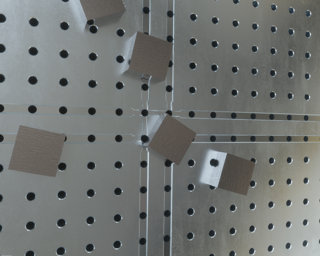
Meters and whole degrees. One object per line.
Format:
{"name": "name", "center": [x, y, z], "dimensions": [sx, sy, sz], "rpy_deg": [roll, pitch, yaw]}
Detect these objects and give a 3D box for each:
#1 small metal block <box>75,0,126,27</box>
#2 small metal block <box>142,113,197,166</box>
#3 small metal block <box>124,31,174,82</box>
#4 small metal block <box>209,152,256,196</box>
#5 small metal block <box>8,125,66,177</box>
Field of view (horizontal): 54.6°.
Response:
{"name": "small metal block", "center": [-0.077, -0.160, 0.384], "dimensions": [0.050, 0.025, 0.050], "rpy_deg": [-23, 98, -19]}
{"name": "small metal block", "center": [0.013, 0.015, 0.417], "dimensions": [0.050, 0.025, 0.050], "rpy_deg": [34, 79, -17]}
{"name": "small metal block", "center": [-0.015, -0.092, 0.407], "dimensions": [0.050, 0.025, 0.050], "rpy_deg": [14, 85, -20]}
{"name": "small metal block", "center": [0.105, 0.066, 0.451], "dimensions": [0.050, 0.025, 0.050], "rpy_deg": [19, 84, -19]}
{"name": "small metal block", "center": [-0.142, 0.027, 0.360], "dimensions": [0.050, 0.025, 0.050], "rpy_deg": [14, 85, -20]}
